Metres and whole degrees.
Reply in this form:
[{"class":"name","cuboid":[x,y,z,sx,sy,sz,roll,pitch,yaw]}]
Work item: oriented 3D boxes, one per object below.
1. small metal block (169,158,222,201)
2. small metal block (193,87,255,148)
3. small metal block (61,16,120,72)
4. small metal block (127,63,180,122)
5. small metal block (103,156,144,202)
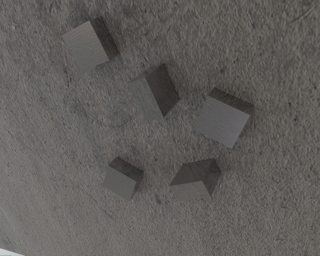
[{"class":"small metal block","cuboid":[0.047,0.068,0.408,0.050,0.050,0.025,-17,109,35]},{"class":"small metal block","cuboid":[0.074,-0.012,0.361,0.050,0.025,0.050,27,128,11]},{"class":"small metal block","cuboid":[-0.086,-0.104,0.388,0.050,0.025,0.050,-13,112,33]},{"class":"small metal block","cuboid":[-0.006,-0.043,0.367,0.025,0.050,0.050,-13,112,33]},{"class":"small metal block","cuboid":[-0.058,0.080,0.487,0.050,0.025,0.050,28,128,10]}]
